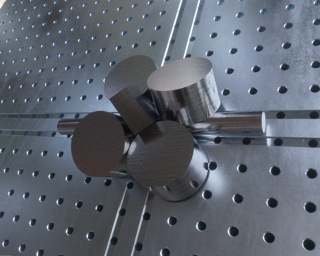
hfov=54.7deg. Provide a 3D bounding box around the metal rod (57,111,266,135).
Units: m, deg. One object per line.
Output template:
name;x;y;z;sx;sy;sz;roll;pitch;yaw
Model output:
metal rod;-0.018;-0.004;0.415;0.300;0.025;0.025;-1;61;27

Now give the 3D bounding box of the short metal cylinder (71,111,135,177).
short metal cylinder;-0.064;0.022;0.392;0.080;0.050;0.080;-5;80;26

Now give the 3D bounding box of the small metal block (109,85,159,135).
small metal block;-0.029;-0.023;0.371;0.025;0.050;0.050;-34;93;13

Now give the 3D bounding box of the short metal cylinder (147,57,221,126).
short metal cylinder;0.030;-0.046;0.383;0.080;0.050;0.080;-14;34;10

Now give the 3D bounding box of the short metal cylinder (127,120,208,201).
short metal cylinder;0.010;0.038;0.359;0.080;0.050;0.080;-13;56;21

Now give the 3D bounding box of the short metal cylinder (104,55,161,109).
short metal cylinder;-0.031;-0.056;0.438;0.080;0.050;0.080;-13;56;21
